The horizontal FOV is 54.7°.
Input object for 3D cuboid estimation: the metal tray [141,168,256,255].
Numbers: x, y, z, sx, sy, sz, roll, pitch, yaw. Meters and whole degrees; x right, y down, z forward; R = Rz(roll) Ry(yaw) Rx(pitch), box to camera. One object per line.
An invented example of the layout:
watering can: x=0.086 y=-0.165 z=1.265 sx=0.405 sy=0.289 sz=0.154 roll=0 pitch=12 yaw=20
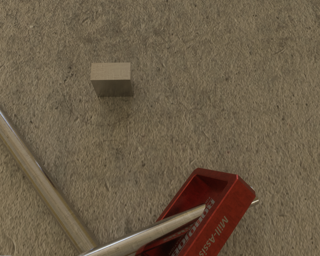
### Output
metal tray: x=0.033 y=0.105 z=0.333 sx=0.030 sy=0.090 sz=0.130 roll=44 pitch=73 yaw=-15

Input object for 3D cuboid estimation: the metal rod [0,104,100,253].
metal rod: x=-0.138 y=0.074 z=0.379 sx=0.025 sy=0.025 sz=0.300 roll=-38 pitch=75 yaw=-13

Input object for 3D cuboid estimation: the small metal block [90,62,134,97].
small metal block: x=-0.063 y=-0.064 z=0.418 sx=0.050 sy=0.050 sz=0.025 roll=-1 pitch=70 yaw=-1

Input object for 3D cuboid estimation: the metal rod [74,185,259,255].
metal rod: x=-0.032 y=0.127 z=0.335 sx=0.302 sy=0.025 sz=0.025 roll=-20 pitch=71 yaw=-10
